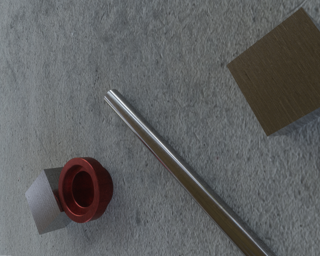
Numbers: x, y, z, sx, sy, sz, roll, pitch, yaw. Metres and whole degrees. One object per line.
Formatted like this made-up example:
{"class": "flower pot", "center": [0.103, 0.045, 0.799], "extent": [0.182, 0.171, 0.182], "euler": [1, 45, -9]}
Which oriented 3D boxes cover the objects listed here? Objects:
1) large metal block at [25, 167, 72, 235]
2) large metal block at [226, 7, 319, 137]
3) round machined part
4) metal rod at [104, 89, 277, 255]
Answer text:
{"class": "large metal block", "center": [-0.181, 0.124, 0.535], "extent": [0.080, 0.050, 0.080], "euler": [-46, 63, 30]}
{"class": "large metal block", "center": [0.123, -0.047, 0.286], "extent": [0.080, 0.050, 0.080], "euler": [-37, 68, 33]}
{"class": "round machined part", "center": [-0.111, 0.094, 0.481], "extent": [0.098, 0.042, 0.097], "euler": [-2, 87, 38]}
{"class": "metal rod", "center": [0.019, 0.045, 0.387], "extent": [0.300, 0.025, 0.025], "euler": [46, 117, 30]}
